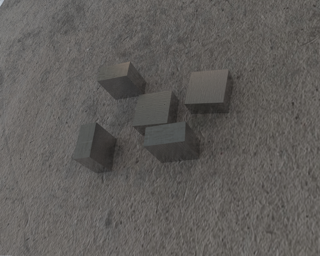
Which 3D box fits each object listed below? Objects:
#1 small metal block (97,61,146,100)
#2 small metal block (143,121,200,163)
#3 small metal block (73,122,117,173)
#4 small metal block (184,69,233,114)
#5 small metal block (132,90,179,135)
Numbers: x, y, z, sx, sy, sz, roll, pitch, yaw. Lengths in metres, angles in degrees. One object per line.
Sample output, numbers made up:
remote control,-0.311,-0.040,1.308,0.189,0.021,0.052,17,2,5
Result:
small metal block,-0.056,-0.069,0.459,0.050,0.050,0.025,-6,59,25
small metal block,0.015,0.018,0.368,0.050,0.050,0.025,-9,58,23
small metal block,-0.086,0.028,0.416,0.025,0.050,0.050,-10,58,23
small metal block,0.064,-0.046,0.399,0.050,0.025,0.050,0,62,28
small metal block,-0.005,-0.020,0.419,0.050,0.025,0.050,-5,59,25
